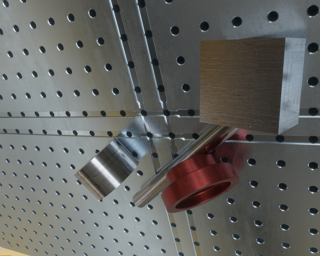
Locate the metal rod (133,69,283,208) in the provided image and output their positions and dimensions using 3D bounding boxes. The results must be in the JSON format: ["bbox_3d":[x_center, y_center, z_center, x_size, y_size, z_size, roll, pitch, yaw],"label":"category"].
[{"bbox_3d":[0.046,0.033,0.406,0.025,0.025,0.298,42,129,-1],"label":"metal rod"}]

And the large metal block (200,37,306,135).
[{"bbox_3d":[0.086,-0.044,0.298,0.080,0.050,0.079,11,108,40],"label":"large metal block"}]

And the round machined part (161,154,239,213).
[{"bbox_3d":[0.046,0.067,0.394,0.097,0.099,0.042,-47,56,39],"label":"round machined part"}]

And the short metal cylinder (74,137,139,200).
[{"bbox_3d":[-0.077,0.059,0.453,0.050,0.080,0.080,48,129,-6],"label":"short metal cylinder"}]
